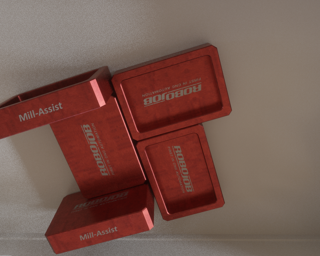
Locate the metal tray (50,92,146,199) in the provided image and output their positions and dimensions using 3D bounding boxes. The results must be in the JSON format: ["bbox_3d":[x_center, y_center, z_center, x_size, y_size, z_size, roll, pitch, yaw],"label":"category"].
[{"bbox_3d":[-0.080,0.024,0.413,0.090,0.030,0.129,-16,110,5],"label":"metal tray"}]

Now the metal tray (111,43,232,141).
[{"bbox_3d":[0.015,-0.044,0.391,0.131,0.030,0.089,-16,110,5],"label":"metal tray"}]

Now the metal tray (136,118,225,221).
[{"bbox_3d":[0.030,0.059,0.429,0.090,0.030,0.129,-16,110,5],"label":"metal tray"}]

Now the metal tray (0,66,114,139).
[{"bbox_3d":[-0.123,-0.032,0.359,0.131,0.090,0.030,-17,109,5],"label":"metal tray"}]

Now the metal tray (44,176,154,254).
[{"bbox_3d":[-0.074,0.111,0.413,0.131,0.090,0.030,-16,110,5],"label":"metal tray"}]
